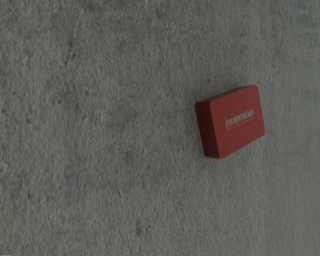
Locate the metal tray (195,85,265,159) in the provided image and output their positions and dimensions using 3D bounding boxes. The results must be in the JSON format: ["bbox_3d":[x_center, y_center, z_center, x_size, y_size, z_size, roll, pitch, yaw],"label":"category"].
[{"bbox_3d":[0.118,-0.013,0.503,0.131,0.030,0.089,-21,104,-38],"label":"metal tray"}]
